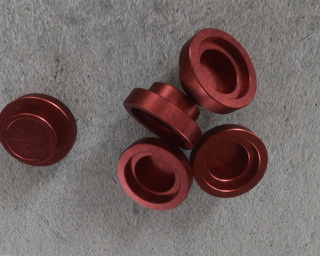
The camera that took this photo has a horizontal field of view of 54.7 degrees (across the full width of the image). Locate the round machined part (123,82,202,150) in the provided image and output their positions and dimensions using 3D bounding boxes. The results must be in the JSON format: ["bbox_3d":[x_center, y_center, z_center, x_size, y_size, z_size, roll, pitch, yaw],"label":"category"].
[{"bbox_3d":[0.008,-0.018,0.371,0.098,0.098,0.042,37,78,-13],"label":"round machined part"}]

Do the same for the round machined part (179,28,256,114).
[{"bbox_3d":[0.062,-0.062,0.359,0.098,0.098,0.042,42,146,-14],"label":"round machined part"}]

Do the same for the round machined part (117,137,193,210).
[{"bbox_3d":[-0.003,0.056,0.410,0.098,0.042,0.097,8,115,18],"label":"round machined part"}]

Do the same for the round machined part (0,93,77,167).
[{"bbox_3d":[-0.162,0.007,0.402,0.099,0.042,0.097,0,110,0],"label":"round machined part"}]

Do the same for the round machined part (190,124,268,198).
[{"bbox_3d":[0.088,0.040,0.412,0.099,0.042,0.097,-2,110,-6],"label":"round machined part"}]
